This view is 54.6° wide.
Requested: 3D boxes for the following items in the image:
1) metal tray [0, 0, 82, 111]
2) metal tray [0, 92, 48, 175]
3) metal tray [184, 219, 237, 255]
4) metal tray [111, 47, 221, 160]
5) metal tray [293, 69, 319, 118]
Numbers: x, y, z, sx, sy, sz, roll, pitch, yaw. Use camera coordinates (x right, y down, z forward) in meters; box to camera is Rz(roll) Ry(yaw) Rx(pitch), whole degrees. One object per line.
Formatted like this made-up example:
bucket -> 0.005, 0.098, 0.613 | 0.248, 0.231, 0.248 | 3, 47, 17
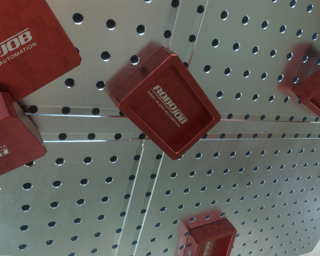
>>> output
metal tray -> -0.152, -0.068, 0.283 | 0.130, 0.030, 0.090 | -33, 129, -7
metal tray -> -0.187, 0.024, 0.295 | 0.131, 0.030, 0.090 | -25, 156, -13
metal tray -> 0.095, 0.246, 0.610 | 0.091, 0.030, 0.129 | -8, 122, -24
metal tray -> 0.012, -0.026, 0.397 | 0.090, 0.030, 0.130 | -43, 129, 1
metal tray -> 0.294, -0.057, 0.512 | 0.131, 0.030, 0.090 | 24, 126, -37
